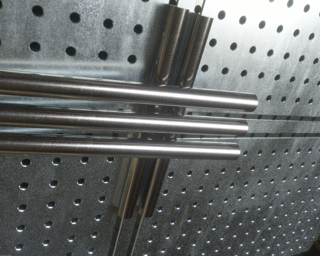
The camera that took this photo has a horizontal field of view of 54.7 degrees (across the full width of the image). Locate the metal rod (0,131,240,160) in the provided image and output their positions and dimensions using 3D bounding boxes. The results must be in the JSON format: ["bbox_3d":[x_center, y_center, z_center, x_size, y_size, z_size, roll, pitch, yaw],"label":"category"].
[{"bbox_3d":[-0.036,0.024,0.381,0.303,0.025,0.025,4,117,-21],"label":"metal rod"}]

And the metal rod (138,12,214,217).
[{"bbox_3d":[0.014,0.000,0.421,0.025,0.025,0.298,1,118,-29],"label":"metal rod"}]

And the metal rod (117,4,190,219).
[{"bbox_3d":[-0.016,-0.003,0.402,0.025,0.025,0.298,1,118,-29],"label":"metal rod"}]

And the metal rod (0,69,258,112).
[{"bbox_3d":[-0.022,-0.039,0.350,0.303,0.025,0.025,2,118,-21],"label":"metal rod"}]

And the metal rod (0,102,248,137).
[{"bbox_3d":[-0.029,-0.007,0.365,0.303,0.025,0.025,3,117,-21],"label":"metal rod"}]
